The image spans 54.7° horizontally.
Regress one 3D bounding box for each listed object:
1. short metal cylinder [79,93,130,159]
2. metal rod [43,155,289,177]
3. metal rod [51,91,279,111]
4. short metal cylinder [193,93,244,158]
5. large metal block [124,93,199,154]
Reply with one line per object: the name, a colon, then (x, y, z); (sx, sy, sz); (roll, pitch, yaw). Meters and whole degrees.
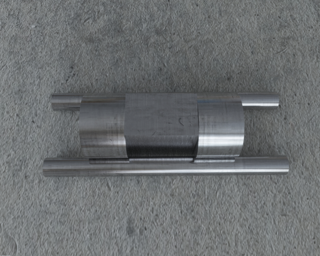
short metal cylinder: (-0.064, -0.003, 0.380); (0.050, 0.080, 0.080); (-1, 70, 0)
metal rod: (0.008, 0.048, 0.392); (0.302, 0.025, 0.025); (0, 70, -1)
metal rod: (0.007, -0.036, 0.423); (0.302, 0.025, 0.025); (0, 70, -1)
short metal cylinder: (0.068, -0.003, 0.381); (0.050, 0.080, 0.080); (-1, 70, 0)
large metal block: (0.002, -0.002, 0.378); (0.081, 0.080, 0.050); (0, 70, 0)
